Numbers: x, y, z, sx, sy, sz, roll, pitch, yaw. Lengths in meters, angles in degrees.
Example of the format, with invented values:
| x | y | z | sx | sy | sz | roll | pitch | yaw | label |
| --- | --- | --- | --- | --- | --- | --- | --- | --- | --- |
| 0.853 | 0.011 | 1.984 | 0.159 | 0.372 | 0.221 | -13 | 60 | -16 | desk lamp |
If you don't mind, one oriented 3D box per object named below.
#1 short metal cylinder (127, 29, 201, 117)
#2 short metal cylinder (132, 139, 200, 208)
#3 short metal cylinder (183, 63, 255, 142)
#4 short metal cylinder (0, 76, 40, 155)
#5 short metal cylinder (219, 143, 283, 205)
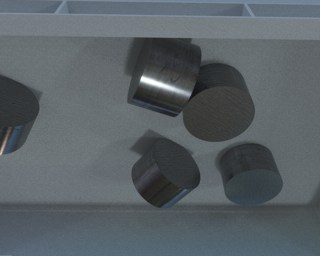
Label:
| x | y | z | sx | sy | sz | roll | pitch | yaw | label |
| --- | --- | --- | --- | --- | --- | --- | --- | --- | --- |
| 0.002 | -0.056 | 0.325 | 0.050 | 0.080 | 0.079 | 17 | 128 | -14 | short metal cylinder |
| 0.008 | 0.062 | 0.426 | 0.080 | 0.080 | 0.050 | 29 | 124 | -23 | short metal cylinder |
| 0.066 | -0.029 | 0.368 | 0.081 | 0.050 | 0.079 | 0 | 130 | 0 | short metal cylinder |
| -0.188 | -0.015 | 0.358 | 0.080 | 0.080 | 0.050 | 25 | 126 | -20 | short metal cylinder |
| 0.131 | 0.068 | 0.452 | 0.081 | 0.050 | 0.079 | 0 | 130 | 0 | short metal cylinder |
